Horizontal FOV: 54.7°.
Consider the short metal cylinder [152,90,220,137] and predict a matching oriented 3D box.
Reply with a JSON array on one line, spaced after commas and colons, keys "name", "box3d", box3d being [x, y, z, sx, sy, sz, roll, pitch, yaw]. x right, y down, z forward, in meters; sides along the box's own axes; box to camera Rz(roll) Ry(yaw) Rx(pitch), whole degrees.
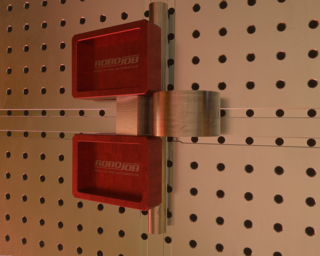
[{"name": "short metal cylinder", "box3d": [0.031, -0.016, 0.369, 0.080, 0.080, 0.050, 0, 90, 20]}]

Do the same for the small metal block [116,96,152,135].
[{"name": "small metal block", "box3d": [-0.034, -0.016, 0.409, 0.050, 0.025, 0.050, 1, 91, 51]}]

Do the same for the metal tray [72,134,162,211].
[{"name": "metal tray", "box3d": [-0.060, 0.054, 0.412, 0.130, 0.030, 0.089, 1, 90, 32]}]

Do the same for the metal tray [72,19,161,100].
[{"name": "metal tray", "box3d": [-0.061, -0.085, 0.413, 0.130, 0.030, 0.089, 0, 90, 32]}]

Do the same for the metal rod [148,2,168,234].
[{"name": "metal rod", "box3d": [-0.003, -0.013, 0.409, 0.025, 0.025, 0.298, 0, 90, 20]}]
